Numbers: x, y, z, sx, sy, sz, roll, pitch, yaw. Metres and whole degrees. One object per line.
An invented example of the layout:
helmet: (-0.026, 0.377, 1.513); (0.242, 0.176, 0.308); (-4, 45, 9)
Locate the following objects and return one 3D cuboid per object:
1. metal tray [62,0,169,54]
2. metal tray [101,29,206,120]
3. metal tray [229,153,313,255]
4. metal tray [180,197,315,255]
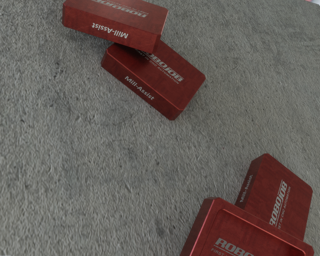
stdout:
metal tray: (-0.059, -0.157, 0.437); (0.131, 0.030, 0.090); (16, 43, -5)
metal tray: (-0.007, -0.082, 0.447); (0.130, 0.030, 0.090); (38, 51, -3)
metal tray: (0.151, 0.108, 0.416); (0.090, 0.030, 0.130); (38, 51, -3)
metal tray: (0.093, 0.144, 0.338); (0.130, 0.030, 0.090); (29, 73, -6)
